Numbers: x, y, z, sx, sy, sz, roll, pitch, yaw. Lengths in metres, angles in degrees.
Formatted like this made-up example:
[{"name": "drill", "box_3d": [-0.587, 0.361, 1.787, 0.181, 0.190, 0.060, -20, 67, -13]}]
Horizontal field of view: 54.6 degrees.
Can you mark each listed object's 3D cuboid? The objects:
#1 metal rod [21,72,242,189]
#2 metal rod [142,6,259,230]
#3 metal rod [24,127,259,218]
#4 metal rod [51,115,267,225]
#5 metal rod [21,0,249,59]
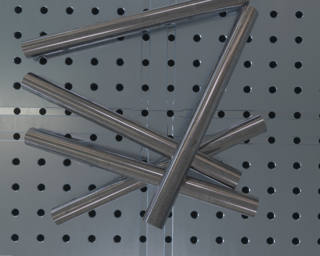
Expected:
[{"name": "metal rod", "box_3d": [-0.040, 0.001, 0.396, 0.301, 0.025, 0.025, 25, 90, 6]}, {"name": "metal rod", "box_3d": [0.056, -0.024, 0.377, 0.025, 0.025, 0.300, 26, 76, 0]}, {"name": "metal rod", "box_3d": [-0.030, 0.052, 0.390, 0.301, 0.025, 0.025, 16, 90, 9]}, {"name": "metal rod", "box_3d": [-0.001, 0.056, 0.413, 0.301, 0.025, 0.025, -24, 90, 0]}, {"name": "metal rod", "box_3d": [-0.032, -0.139, 0.413, 0.301, 0.025, 0.025, -14, 90, 0]}]
